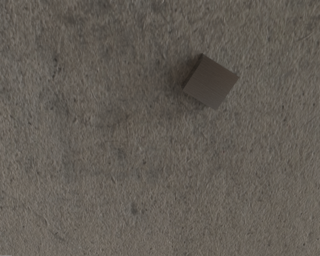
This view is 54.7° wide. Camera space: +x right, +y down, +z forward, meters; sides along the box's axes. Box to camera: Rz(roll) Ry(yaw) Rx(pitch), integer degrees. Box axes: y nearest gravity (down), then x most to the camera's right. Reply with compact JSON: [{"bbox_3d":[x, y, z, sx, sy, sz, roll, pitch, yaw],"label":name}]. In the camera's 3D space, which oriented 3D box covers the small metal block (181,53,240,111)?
[{"bbox_3d":[0.062,-0.058,0.389,0.050,0.025,0.050,30,107,-11],"label":"small metal block"}]
